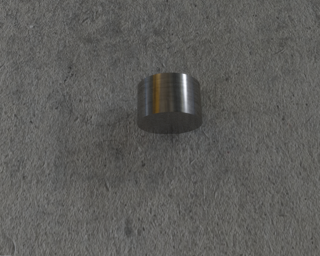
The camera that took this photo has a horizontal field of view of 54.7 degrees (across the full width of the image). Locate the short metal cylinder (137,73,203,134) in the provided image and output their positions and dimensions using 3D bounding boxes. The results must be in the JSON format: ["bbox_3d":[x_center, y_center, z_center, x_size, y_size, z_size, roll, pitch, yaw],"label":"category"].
[{"bbox_3d":[0.012,-0.028,0.391,0.081,0.080,0.050,-1,70,-1],"label":"short metal cylinder"}]
